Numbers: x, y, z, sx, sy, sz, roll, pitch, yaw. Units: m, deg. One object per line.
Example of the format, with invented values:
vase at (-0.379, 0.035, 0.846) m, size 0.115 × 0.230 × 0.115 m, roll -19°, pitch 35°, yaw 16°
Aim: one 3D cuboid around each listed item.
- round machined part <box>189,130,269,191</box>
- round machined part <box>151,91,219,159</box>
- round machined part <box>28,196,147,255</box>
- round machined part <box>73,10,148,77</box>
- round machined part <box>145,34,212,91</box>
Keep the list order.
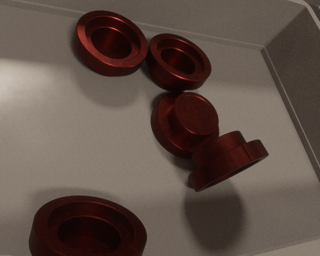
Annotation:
round machined part at (0.078, 0.038, 0.380) m, size 0.099 × 0.097 × 0.042 m, roll -15°, pitch 69°, yaw -34°
round machined part at (0.040, -0.010, 0.425) m, size 0.099 × 0.042 × 0.098 m, roll 14°, pitch 56°, yaw -21°
round machined part at (-0.065, 0.104, 0.276) m, size 0.099 × 0.042 × 0.098 m, roll 16°, pitch 13°, yaw -4°
round machined part at (-0.069, -0.110, 0.426) m, size 0.099 × 0.042 × 0.098 m, roll 14°, pitch 56°, yaw -21°
round machined part at (0.023, -0.092, 0.459) m, size 0.099 × 0.042 × 0.098 m, roll 15°, pitch 48°, yaw -17°
